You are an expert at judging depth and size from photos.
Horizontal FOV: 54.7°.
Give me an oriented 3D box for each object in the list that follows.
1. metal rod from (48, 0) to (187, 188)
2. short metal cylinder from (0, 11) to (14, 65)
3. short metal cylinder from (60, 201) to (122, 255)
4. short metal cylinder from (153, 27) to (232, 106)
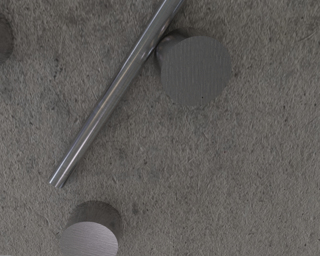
[{"bbox_3d":[-0.061,-0.040,0.394,0.025,0.025,0.299,33,107,-11],"label":"metal rod"},{"bbox_3d":[-0.220,-0.104,0.356,0.081,0.050,0.079,0,110,0],"label":"short metal cylinder"},{"bbox_3d":[-0.098,0.154,0.452,0.081,0.050,0.079,0,110,0],"label":"short metal cylinder"},{"bbox_3d":[0.036,-0.072,0.361,0.081,0.050,0.079,-5,119,-10],"label":"short metal cylinder"}]
